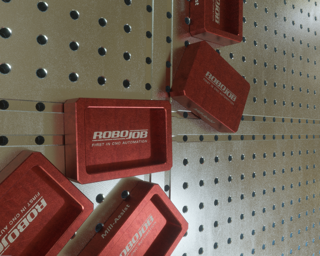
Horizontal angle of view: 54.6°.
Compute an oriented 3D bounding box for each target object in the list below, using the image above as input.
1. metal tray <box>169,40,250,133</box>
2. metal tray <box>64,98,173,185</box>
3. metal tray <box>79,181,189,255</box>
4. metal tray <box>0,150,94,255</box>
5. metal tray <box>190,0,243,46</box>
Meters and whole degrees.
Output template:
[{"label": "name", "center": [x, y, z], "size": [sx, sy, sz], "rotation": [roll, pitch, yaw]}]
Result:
[{"label": "metal tray", "center": [0.081, -0.059, 0.472], "size": [0.130, 0.030, 0.090], "rotation": [32, 70, -35]}, {"label": "metal tray", "center": [-0.044, 0.011, 0.368], "size": [0.131, 0.030, 0.090], "rotation": [-2, 92, -40]}, {"label": "metal tray", "center": [-0.029, 0.142, 0.380], "size": [0.130, 0.030, 0.090], "rotation": [-49, 119, -29]}, {"label": "metal tray", "center": [-0.137, 0.096, 0.290], "size": [0.130, 0.030, 0.090], "rotation": [-51, 120, -28]}, {"label": "metal tray", "center": [0.089, -0.201, 0.478], "size": [0.091, 0.030, 0.129], "rotation": [1, 89, -40]}]
